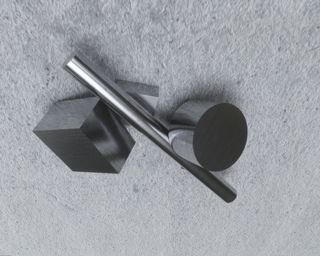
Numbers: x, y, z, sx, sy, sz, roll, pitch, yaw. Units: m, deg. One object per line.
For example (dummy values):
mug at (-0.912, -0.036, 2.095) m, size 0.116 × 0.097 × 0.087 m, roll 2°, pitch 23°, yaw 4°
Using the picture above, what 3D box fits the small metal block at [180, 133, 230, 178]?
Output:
small metal block at (0.063, 0.040, 0.445) m, size 0.050 × 0.025 × 0.050 m, roll 19°, pitch 128°, yaw -16°

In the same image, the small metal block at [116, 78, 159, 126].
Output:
small metal block at (-0.031, -0.029, 0.384) m, size 0.050 × 0.025 × 0.050 m, roll 9°, pitch 130°, yaw -9°

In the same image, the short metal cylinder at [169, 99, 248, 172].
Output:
short metal cylinder at (0.058, 0.007, 0.373) m, size 0.081 × 0.050 × 0.079 m, roll -6°, pitch 103°, yaw -29°

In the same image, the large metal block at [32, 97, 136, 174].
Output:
large metal block at (-0.090, 0.011, 0.379) m, size 0.080 × 0.050 × 0.080 m, roll -3°, pitch 136°, yaw 33°

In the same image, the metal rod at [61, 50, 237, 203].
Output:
metal rod at (0.006, 0.015, 0.389) m, size 0.025 × 0.025 × 0.300 m, roll -34°, pitch 123°, yaw 25°
